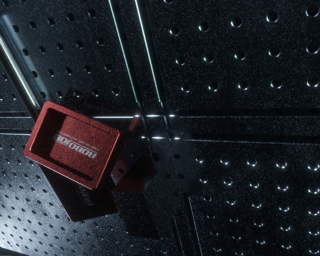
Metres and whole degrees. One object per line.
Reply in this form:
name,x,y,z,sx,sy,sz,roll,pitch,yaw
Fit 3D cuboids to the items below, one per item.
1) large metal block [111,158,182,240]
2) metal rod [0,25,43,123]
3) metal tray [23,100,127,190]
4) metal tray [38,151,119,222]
large metal block,-0.016,0.098,0.445,0.050,0.080,0.080,-3,117,30
metal rod,-0.197,-0.025,0.499,0.025,0.025,0.299,-8,115,32
metal tray,-0.125,0.023,0.454,0.130,0.030,0.090,22,88,16
metal tray,-0.129,0.089,0.512,0.090,0.030,0.129,-16,112,13
